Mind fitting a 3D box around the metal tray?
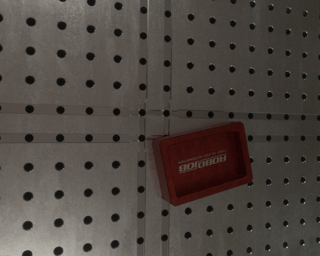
[{"bbox_3d":[0.062,0.046,0.434,0.131,0.030,0.089,-12,94,-20],"label":"metal tray"}]
